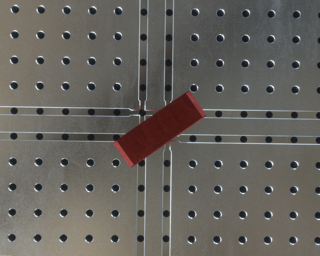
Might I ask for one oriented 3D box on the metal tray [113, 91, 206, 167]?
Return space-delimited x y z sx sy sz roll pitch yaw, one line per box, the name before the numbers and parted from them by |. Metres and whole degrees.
metal tray | 0.000 0.001 0.361 0.090 0.130 0.030 -35 90 0
